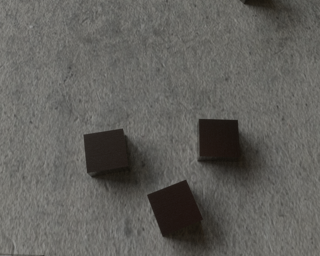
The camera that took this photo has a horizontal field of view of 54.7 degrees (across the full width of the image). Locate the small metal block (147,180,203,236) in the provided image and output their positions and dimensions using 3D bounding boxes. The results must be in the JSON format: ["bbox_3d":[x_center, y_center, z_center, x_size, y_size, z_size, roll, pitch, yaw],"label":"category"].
[{"bbox_3d":[0.017,0.097,0.373,0.050,0.025,0.050,-20,72,-8],"label":"small metal block"}]

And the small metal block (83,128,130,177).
[{"bbox_3d":[-0.068,0.032,0.396,0.050,0.025,0.050,-9,70,-4],"label":"small metal block"}]

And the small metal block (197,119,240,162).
[{"bbox_3d":[0.075,0.016,0.403,0.050,0.025,0.050,2,70,0],"label":"small metal block"}]

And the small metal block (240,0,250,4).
[{"bbox_3d":[0.147,-0.231,0.481,0.050,0.050,0.025,-36,74,-12],"label":"small metal block"}]

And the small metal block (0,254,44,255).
[{"bbox_3d":[-0.163,0.152,0.337,0.050,0.050,0.025,2,70,0],"label":"small metal block"}]
